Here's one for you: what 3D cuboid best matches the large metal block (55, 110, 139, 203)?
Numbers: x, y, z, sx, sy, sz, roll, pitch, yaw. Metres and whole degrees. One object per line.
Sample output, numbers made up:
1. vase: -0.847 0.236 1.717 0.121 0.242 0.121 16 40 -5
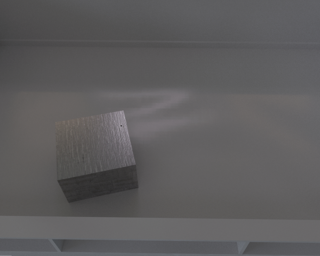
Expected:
1. large metal block: -0.074 0.032 0.362 0.081 0.050 0.080 -11 51 -9
